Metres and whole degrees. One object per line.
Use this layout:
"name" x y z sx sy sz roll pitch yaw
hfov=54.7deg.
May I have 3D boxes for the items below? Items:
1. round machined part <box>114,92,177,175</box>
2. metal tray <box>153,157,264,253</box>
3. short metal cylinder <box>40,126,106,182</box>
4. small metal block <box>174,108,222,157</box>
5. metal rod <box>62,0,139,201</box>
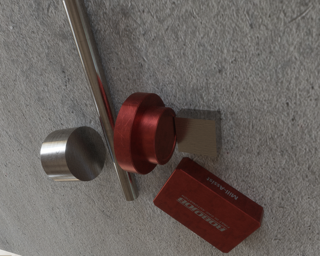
"round machined part" -0.010 0.007 0.368 0.042 0.098 0.097 7 122 24
"metal tray" 0.065 0.110 0.437 0.130 0.030 0.089 34 129 5
"short metal cylinder" -0.127 0.039 0.461 0.050 0.080 0.080 -7 115 31
"small metal block" 0.048 0.005 0.384 0.050 0.025 0.050 6 121 24
"metal rod" -0.074 -0.022 0.430 0.025 0.025 0.298 2 120 27
